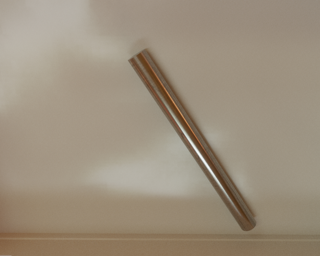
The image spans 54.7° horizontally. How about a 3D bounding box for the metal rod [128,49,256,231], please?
[{"bbox_3d":[0.052,0.028,0.422,0.025,0.025,0.299,-31,108,10],"label":"metal rod"}]
